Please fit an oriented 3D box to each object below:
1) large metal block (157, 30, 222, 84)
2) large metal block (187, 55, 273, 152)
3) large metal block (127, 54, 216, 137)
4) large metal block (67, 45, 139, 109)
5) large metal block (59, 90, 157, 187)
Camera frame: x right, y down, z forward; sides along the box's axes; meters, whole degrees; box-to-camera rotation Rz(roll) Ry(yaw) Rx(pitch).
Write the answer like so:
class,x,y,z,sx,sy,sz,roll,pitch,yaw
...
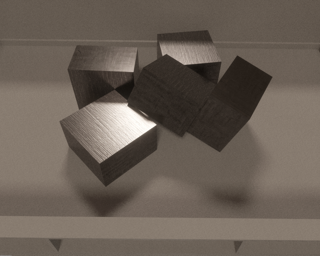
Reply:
class,x,y,z,sx,sy,sz,roll,pitch,yaw
large metal block,0.041,-0.104,0.477,0.081,0.050,0.080,-6,50,-6
large metal block,0.086,-0.029,0.388,0.050,0.080,0.080,34,56,6
large metal block,0.018,-0.045,0.396,0.080,0.050,0.080,33,31,5
large metal block,-0.071,-0.063,0.421,0.081,0.080,0.050,2,50,2
large metal block,-0.061,0.010,0.380,0.080,0.050,0.080,-35,59,-26
